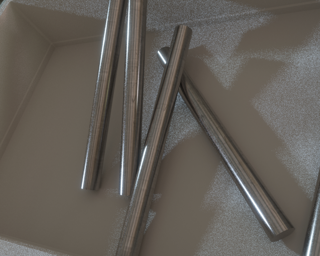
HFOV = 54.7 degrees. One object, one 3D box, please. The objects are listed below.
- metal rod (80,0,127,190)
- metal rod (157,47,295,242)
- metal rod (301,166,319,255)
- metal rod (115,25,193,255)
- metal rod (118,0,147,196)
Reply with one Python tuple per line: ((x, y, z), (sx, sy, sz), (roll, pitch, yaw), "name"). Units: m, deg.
((-0.071, -0.069, 0.411), (0.025, 0.025, 0.298), (7, 88, 31), "metal rod")
((0.060, -0.007, 0.377), (0.025, 0.025, 0.300), (-32, 52, 7), "metal rod")
((0.184, -0.003, 0.310), (0.025, 0.025, 0.300), (10, 66, 32), "metal rod")
((-0.002, 0.005, 0.381), (0.025, 0.025, 0.299), (4, 70, 29), "metal rod")
((-0.032, -0.068, 0.391), (0.025, 0.025, 0.298), (-1, 84, 27), "metal rod")
